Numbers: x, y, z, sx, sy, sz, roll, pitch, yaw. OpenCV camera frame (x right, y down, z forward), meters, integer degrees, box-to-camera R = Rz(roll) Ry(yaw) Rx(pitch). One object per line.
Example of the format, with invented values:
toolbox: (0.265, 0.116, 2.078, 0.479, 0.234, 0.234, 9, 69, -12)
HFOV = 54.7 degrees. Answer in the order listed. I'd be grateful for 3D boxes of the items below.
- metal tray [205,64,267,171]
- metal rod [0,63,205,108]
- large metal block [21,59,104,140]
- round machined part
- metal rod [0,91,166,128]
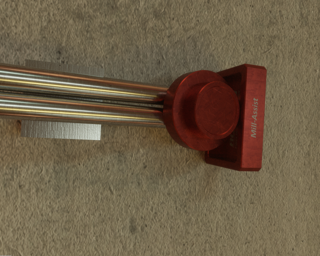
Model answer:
metal tray: (0.097, -0.012, 0.412, 0.030, 0.090, 0.129, 4, 89, -20)
metal rod: (-0.040, -0.042, 0.348, 0.302, 0.025, 0.025, 3, 89, -33)
large metal block: (-0.110, -0.029, 0.353, 0.081, 0.050, 0.079, 4, 89, -20)
round machined part: (0.056, -0.021, 0.371, 0.099, 0.042, 0.097, -2, 93, -31)
metal rod: (-0.042, -0.015, 0.348, 0.302, 0.025, 0.025, 3, 89, -33)
